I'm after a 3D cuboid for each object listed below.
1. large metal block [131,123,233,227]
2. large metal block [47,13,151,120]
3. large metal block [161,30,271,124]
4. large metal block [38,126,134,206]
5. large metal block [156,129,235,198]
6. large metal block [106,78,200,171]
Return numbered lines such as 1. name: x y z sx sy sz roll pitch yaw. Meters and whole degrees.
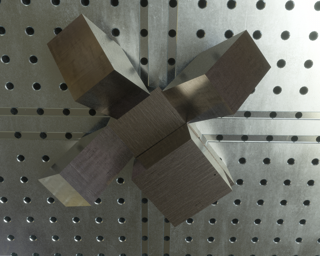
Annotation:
1. large metal block: 0.025 0.055 0.366 0.080 0.050 0.080 -36 107 11
2. large metal block: -0.065 -0.064 0.344 0.050 0.080 0.080 -36 67 12
3. large metal block: 0.062 -0.054 0.348 0.050 0.080 0.080 50 63 -16
4. large metal block: -0.093 0.049 0.385 0.050 0.080 0.080 51 144 -15
5. large metal block: 0.041 0.057 0.420 0.080 0.050 0.080 -35 105 11
6. large metal block: -0.008 -0.004 0.398 0.080 0.050 0.080 -36 106 12
